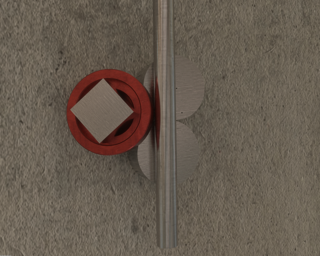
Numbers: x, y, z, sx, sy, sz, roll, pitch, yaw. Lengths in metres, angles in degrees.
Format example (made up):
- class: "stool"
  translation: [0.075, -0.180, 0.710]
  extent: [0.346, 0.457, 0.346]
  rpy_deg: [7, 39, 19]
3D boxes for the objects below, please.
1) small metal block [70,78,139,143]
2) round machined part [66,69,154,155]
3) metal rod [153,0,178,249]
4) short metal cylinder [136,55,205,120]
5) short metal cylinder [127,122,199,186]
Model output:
- class: "small metal block"
  translation: [-0.061, -0.018, 0.345]
  extent: [0.050, 0.025, 0.050]
  rpy_deg: [-43, 82, 4]
- class: "round machined part"
  translation: [-0.055, -0.017, 0.367]
  extent: [0.098, 0.042, 0.097]
  rpy_deg: [0, 88, 9]
- class: "metal rod"
  translation: [0.006, -0.014, 0.360]
  extent: [0.025, 0.025, 0.298]
  rpy_deg: [-1, 90, -20]
- class: "short metal cylinder"
  translation: [0.010, -0.050, 0.401]
  extent: [0.081, 0.050, 0.079]
  rpy_deg: [0, 90, -20]
- class: "short metal cylinder"
  translation: [0.003, 0.030, 0.398]
  extent: [0.081, 0.050, 0.080]
  rpy_deg: [0, 89, -20]
